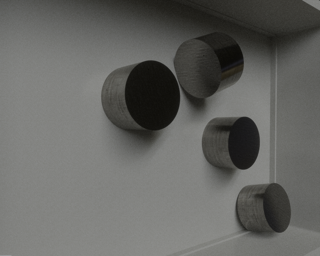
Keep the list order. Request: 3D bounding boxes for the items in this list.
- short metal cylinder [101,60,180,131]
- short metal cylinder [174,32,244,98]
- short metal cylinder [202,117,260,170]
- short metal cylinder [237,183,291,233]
[{"bbox_3d":[-0.022,-0.037,0.371,0.081,0.050,0.080,0,90,-40],"label":"short metal cylinder"},{"bbox_3d":[0.066,-0.087,0.426,0.050,0.080,0.080,-27,108,-37],"label":"short metal cylinder"},{"bbox_3d":[0.111,0.023,0.483,0.081,0.050,0.080,0,90,-40],"label":"short metal cylinder"},{"bbox_3d":[0.179,0.136,0.529,0.081,0.050,0.080,12,70,-37],"label":"short metal cylinder"}]
